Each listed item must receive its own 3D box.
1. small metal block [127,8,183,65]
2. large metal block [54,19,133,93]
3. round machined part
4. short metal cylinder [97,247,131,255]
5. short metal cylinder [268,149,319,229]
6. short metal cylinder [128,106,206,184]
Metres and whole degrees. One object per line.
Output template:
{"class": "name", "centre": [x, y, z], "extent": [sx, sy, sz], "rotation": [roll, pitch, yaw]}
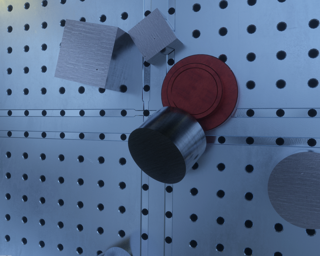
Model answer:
{"class": "small metal block", "centre": [-0.007, -0.121, 0.415], "extent": [0.050, 0.025, 0.050], "rotation": [-34, 79, 16]}
{"class": "large metal block", "centre": [-0.090, -0.099, 0.431], "extent": [0.080, 0.050, 0.080], "rotation": [15, 95, 19]}
{"class": "round machined part", "centre": [0.047, -0.044, 0.387], "extent": [0.098, 0.042, 0.097], "rotation": [0, 90, 20]}
{"class": "short metal cylinder", "centre": [-0.067, 0.206, 0.407], "extent": [0.050, 0.080, 0.080], "rotation": [-35, 79, 17]}
{"class": "short metal cylinder", "centre": [0.162, 0.064, 0.342], "extent": [0.080, 0.050, 0.080], "rotation": [0, 90, 19]}
{"class": "short metal cylinder", "centre": [0.009, 0.021, 0.376], "extent": [0.080, 0.050, 0.079], "rotation": [22, 133, 25]}
